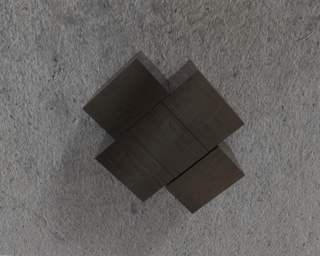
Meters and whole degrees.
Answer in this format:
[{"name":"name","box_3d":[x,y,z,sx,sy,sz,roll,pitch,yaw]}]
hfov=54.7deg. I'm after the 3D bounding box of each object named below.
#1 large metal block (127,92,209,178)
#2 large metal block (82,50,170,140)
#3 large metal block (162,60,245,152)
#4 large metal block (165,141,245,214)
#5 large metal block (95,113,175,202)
[{"name":"large metal block","box_3d":[0.009,0.001,0.383,0.050,0.080,0.080,-40,106,13]},{"name":"large metal block","box_3d":[-0.037,-0.042,0.366,0.080,0.080,0.050,-40,106,13]},{"name":"large metal block","box_3d":[0.047,-0.030,0.372,0.050,0.080,0.080,-40,106,13]},{"name":"large metal block","box_3d":[0.053,0.049,0.401,0.080,0.080,0.050,-40,106,13]},{"name":"large metal block","box_3d":[-0.029,0.033,0.394,0.050,0.080,0.080,-40,106,13]}]
